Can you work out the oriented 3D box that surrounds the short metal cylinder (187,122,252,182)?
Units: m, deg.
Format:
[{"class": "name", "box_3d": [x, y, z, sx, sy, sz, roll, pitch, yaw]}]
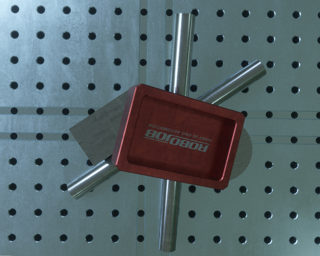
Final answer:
[{"class": "short metal cylinder", "box_3d": [0.072, 0.026, 0.401, 0.081, 0.050, 0.079, 0, 90, -1]}]

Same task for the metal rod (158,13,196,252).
[{"class": "metal rod", "box_3d": [0.020, 0.013, 0.391, 0.025, 0.025, 0.298, 4, 99, -1]}]

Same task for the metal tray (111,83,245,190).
[{"class": "metal tray", "box_3d": [0.022, 0.012, 0.341, 0.131, 0.030, 0.089, 14, 90, -19]}]

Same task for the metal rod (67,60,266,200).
[{"class": "metal rod", "box_3d": [0.009, 0.002, 0.414, 0.301, 0.025, 0.025, -34, 90, -1]}]

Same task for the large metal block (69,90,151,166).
[{"class": "large metal block", "box_3d": [-0.054, 0.000, 0.385, 0.080, 0.080, 0.050, -34, 90, 0]}]
